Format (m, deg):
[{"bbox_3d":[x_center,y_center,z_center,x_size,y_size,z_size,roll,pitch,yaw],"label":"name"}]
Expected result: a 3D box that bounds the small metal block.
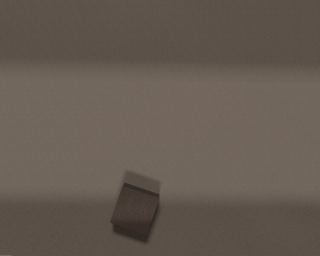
[{"bbox_3d":[-0.033,0.106,0.411,0.050,0.025,0.050,19,90,-1],"label":"small metal block"}]
